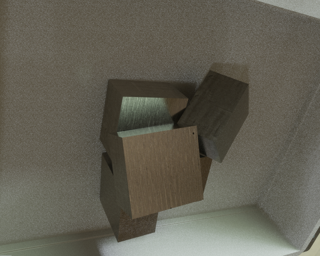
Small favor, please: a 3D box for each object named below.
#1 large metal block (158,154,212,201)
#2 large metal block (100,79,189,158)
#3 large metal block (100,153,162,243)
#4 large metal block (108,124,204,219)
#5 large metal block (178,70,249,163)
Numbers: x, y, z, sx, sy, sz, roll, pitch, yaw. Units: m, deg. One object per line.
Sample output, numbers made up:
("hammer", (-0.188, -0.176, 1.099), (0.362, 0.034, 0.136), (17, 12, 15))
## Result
("large metal block", (0.020, 0.064, 0.440), (0.081, 0.050, 0.079), (-5, 121, -26))
("large metal block", (-0.022, -0.010, 0.374), (0.081, 0.050, 0.079), (-1, 119, -28))
("large metal block", (-0.041, 0.084, 0.402), (0.050, 0.080, 0.079), (-7, 122, -26))
("large metal block", (-0.005, 0.041, 0.330), (0.081, 0.050, 0.079), (-9, 97, -24))
("large metal block", (0.070, -0.012, 0.391), (0.080, 0.050, 0.080), (-58, 155, -13))
